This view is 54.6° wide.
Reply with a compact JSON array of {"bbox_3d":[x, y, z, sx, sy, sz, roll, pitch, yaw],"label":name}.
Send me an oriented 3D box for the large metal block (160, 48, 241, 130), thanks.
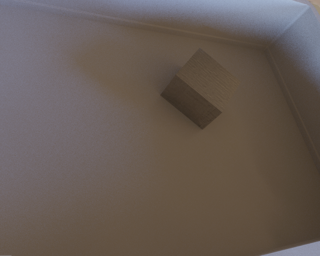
[{"bbox_3d":[0.061,-0.059,0.458,0.080,0.050,0.080,39,51,-2],"label":"large metal block"}]
